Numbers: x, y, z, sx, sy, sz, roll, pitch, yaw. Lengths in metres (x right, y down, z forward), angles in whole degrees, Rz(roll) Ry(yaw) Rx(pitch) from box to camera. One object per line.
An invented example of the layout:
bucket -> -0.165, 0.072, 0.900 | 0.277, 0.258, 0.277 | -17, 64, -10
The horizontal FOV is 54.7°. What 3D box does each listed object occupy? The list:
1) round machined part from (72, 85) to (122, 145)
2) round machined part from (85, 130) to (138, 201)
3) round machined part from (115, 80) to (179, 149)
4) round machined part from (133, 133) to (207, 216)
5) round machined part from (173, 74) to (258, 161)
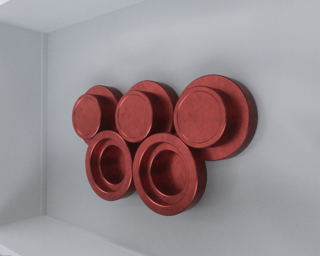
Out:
round machined part -> -0.097, -0.017, 0.472 | 0.098, 0.042, 0.097 | -1, 88, 39
round machined part -> -0.060, 0.052, 0.443 | 0.098, 0.042, 0.097 | 0, 90, 40
round machined part -> -0.021, -0.015, 0.411 | 0.098, 0.042, 0.097 | -1, 89, 40
round machined part -> 0.016, 0.054, 0.380 | 0.098, 0.042, 0.097 | 0, 90, 40
round machined part -> 0.054, -0.011, 0.348 | 0.098, 0.042, 0.097 | -1, 89, 40
